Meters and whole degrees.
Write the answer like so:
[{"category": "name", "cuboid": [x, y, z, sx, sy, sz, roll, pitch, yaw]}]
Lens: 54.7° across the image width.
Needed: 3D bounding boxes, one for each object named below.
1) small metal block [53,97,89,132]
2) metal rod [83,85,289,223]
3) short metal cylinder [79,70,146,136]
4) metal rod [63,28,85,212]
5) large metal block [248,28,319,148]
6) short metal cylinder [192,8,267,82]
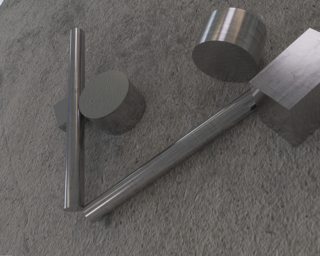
[{"category": "small metal block", "cuboid": [-0.137, -0.026, 0.492, 0.050, 0.025, 0.050, -33, 52, 6]}, {"category": "metal rod", "cuboid": [0.035, 0.020, 0.373, 0.300, 0.025, 0.025, -36, 51, 4]}, {"category": "short metal cylinder", "cuboid": [-0.068, -0.036, 0.445, 0.080, 0.050, 0.080, -13, 56, 21]}, {"category": "metal rod", "cuboid": [-0.123, -0.030, 0.454, 0.025, 0.025, 0.299, -17, 60, 18]}, {"category": "large metal block", "cuboid": [0.145, -0.038, 0.316, 0.080, 0.080, 0.050, -42, 51, -1]}, {"category": "short metal cylinder", "cuboid": [0.086, -0.101, 0.385, 0.080, 0.080, 0.050, 9, 66, 32]}]
